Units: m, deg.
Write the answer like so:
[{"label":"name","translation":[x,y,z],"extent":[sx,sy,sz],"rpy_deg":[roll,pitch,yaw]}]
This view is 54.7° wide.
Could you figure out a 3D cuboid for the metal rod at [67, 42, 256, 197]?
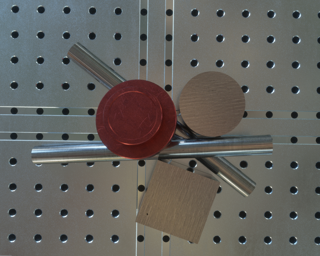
[{"label":"metal rod","translation":[0.003,-0.011,0.414],"extent":[0.300,0.025,0.025],"rpy_deg":[38,90,-1]}]

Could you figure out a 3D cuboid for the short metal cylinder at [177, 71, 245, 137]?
[{"label":"short metal cylinder","translation":[0.064,-0.029,0.401],"extent":[0.081,0.050,0.079],"rpy_deg":[0,90,-1]}]

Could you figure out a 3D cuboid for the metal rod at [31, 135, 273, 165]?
[{"label":"metal rod","translation":[-0.015,0.028,0.395],"extent":[0.302,0.025,0.025],"rpy_deg":[-3,90,7]}]

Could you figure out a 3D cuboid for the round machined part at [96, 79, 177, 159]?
[{"label":"round machined part","translation":[-0.029,-0.011,0.371],"extent":[0.099,0.042,0.097],"rpy_deg":[-1,81,5]}]

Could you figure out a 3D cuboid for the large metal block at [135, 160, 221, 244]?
[{"label":"large metal block","translation":[0.022,0.089,0.399],"extent":[0.080,0.050,0.080],"rpy_deg":[20,90,-1]}]
